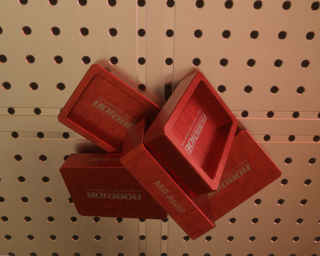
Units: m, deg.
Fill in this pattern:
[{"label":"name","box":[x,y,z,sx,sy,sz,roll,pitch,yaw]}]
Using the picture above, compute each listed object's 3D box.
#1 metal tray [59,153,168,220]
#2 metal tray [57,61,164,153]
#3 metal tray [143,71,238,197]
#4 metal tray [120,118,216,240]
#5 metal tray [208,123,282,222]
[{"label":"metal tray","box":[-0.057,0.078,0.413,0.130,0.030,0.089,-2,122,16]},{"label":"metal tray","box":[-0.052,-0.014,0.405,0.130,0.030,0.090,34,106,-12]},{"label":"metal tray","box":[0.043,0.002,0.359,0.030,0.130,0.090,-27,111,39]},{"label":"metal tray","box":[0.010,0.057,0.367,0.030,0.090,0.130,-37,107,12]},{"label":"metal tray","box":[0.089,0.066,0.435,0.130,0.030,0.090,-39,106,13]}]
